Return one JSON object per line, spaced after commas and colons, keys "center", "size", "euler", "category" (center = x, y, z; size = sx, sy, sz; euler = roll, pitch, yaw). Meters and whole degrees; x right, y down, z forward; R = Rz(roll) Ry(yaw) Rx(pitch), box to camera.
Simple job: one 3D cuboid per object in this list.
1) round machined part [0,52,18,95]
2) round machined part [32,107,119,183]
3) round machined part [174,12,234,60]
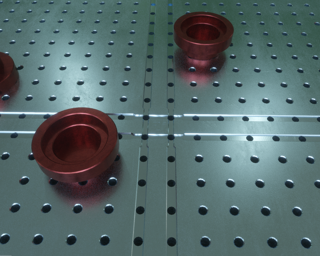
{"center": [-0.273, -0.088, 0.470], "size": [0.099, 0.042, 0.098], "euler": [0, 50, 0], "category": "round machined part"}
{"center": [-0.099, 0.024, 0.376], "size": [0.099, 0.042, 0.098], "euler": [0, 50, 0], "category": "round machined part"}
{"center": [0.072, -0.153, 0.526], "size": [0.099, 0.042, 0.098], "euler": [0, 50, 0], "category": "round machined part"}
